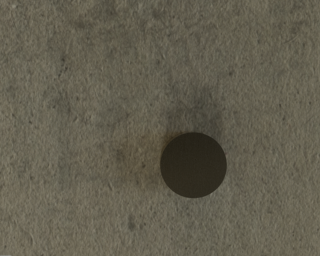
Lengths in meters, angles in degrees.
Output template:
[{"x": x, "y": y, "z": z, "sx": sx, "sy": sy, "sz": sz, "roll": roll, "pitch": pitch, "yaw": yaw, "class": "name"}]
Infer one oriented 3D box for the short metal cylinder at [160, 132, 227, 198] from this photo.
[{"x": 0.040, "y": 0.045, "z": 0.398, "sx": 0.081, "sy": 0.050, "sz": 0.079, "roll": 0, "pitch": 90, "yaw": -1, "class": "short metal cylinder"}]
